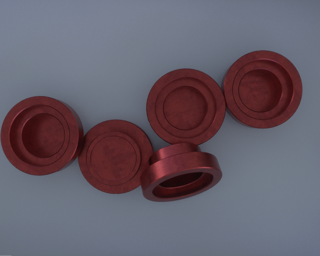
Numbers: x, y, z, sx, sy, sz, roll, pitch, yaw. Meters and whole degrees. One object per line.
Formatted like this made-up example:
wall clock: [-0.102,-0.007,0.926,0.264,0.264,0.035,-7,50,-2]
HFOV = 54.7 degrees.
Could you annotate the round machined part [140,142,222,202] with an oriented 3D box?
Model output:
round machined part: [0.023,0.053,0.383,0.099,0.098,0.042,-15,59,0]

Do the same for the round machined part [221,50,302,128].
round machined part: [0.128,-0.048,0.405,0.099,0.042,0.097,0,90,-1]

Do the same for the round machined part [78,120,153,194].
round machined part: [-0.057,0.038,0.402,0.099,0.042,0.097,0,90,-1]

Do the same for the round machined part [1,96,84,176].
round machined part: [-0.146,0.010,0.398,0.099,0.042,0.097,0,88,4]

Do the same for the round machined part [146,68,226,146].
round machined part: [0.032,-0.025,0.403,0.099,0.042,0.097,0,90,0]
